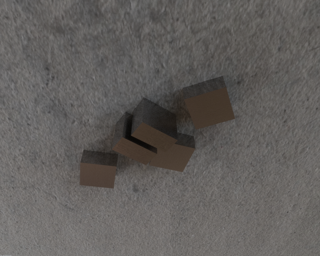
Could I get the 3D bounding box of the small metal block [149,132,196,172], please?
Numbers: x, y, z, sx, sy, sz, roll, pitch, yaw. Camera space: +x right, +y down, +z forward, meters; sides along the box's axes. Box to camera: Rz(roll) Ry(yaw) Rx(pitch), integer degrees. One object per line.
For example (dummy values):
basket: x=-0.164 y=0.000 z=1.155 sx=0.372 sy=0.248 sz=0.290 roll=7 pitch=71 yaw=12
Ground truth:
small metal block: x=0.016 y=0.032 z=0.435 sx=0.050 sy=0.025 sz=0.050 roll=13 pitch=129 yaw=-12

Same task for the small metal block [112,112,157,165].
small metal block: x=-0.031 y=0.013 z=0.402 sx=0.050 sy=0.050 sz=0.025 roll=28 pitch=125 yaw=-22

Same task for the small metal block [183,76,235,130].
small metal block: x=0.061 y=-0.030 z=0.382 sx=0.050 sy=0.025 sz=0.050 roll=-16 pitch=129 yaw=13

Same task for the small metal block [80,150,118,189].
small metal block: x=-0.090 y=0.062 z=0.459 sx=0.050 sy=0.025 sz=0.050 roll=7 pitch=130 yaw=-7

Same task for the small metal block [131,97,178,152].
small metal block: x=-0.007 y=-0.004 z=0.387 sx=0.050 sy=0.050 sz=0.025 roll=28 pitch=125 yaw=-22
